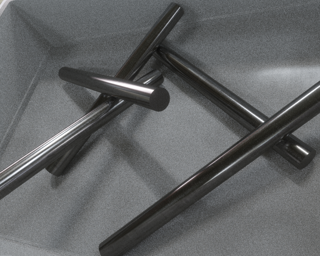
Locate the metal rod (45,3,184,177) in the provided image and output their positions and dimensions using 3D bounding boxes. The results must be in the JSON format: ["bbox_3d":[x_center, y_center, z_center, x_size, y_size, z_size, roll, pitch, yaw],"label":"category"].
[{"bbox_3d":[-0.065,-0.057,0.452,0.025,0.025,0.300,36,88,38],"label":"metal rod"}]

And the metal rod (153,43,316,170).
[{"bbox_3d":[0.065,-0.052,0.402,0.025,0.025,0.300,-43,51,-2],"label":"metal rod"}]

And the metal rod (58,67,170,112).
[{"bbox_3d":[-0.084,-0.063,0.434,0.025,0.025,0.300,-54,36,-10],"label":"metal rod"}]

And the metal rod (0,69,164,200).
[{"bbox_3d":[-0.105,0.007,0.381,0.025,0.025,0.302,26,52,36],"label":"metal rod"}]

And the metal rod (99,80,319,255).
[{"bbox_3d":[0.055,0.049,0.324,0.300,0.025,0.025,-38,51,10],"label":"metal rod"}]
